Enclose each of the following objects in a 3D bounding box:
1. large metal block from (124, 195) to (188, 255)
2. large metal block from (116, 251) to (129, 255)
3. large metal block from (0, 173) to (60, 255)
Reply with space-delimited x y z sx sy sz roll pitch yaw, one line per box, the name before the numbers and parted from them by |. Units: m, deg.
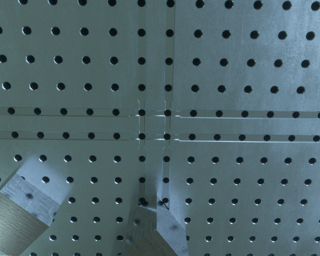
large metal block | -0.003 0.158 0.443 0.050 0.080 0.080 -33 107 11
large metal block | -0.033 0.228 0.468 0.080 0.080 0.050 -28 108 9
large metal block | -0.207 0.126 0.444 0.080 0.050 0.080 42 104 -14
